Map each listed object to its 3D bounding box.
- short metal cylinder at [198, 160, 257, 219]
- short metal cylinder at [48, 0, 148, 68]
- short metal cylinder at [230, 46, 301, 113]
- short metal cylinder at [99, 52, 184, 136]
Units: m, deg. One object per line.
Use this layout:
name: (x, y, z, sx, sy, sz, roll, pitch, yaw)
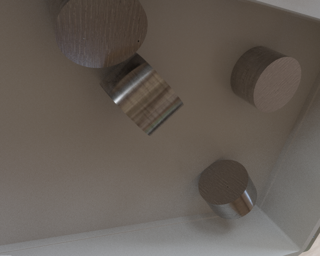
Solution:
short metal cylinder: (0.108, 0.098, 0.495, 0.080, 0.080, 0.050, -38, 130, -3)
short metal cylinder: (-0.057, -0.102, 0.282, 0.081, 0.050, 0.080, -16, 145, -11)
short metal cylinder: (0.147, -0.068, 0.433, 0.081, 0.050, 0.079, -14, 125, -21)
short metal cylinder: (-0.020, -0.037, 0.341, 0.050, 0.080, 0.080, -43, 130, 1)
